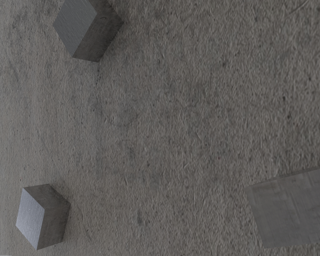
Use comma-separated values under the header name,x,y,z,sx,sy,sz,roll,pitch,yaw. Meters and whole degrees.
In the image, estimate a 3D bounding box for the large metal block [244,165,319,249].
name,x,y,z,sx,sy,sz,roll,pitch,yaw
large metal block,0.132,0.060,0.260,0.080,0.081,0.050,-25,74,37

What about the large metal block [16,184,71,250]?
name,x,y,z,sx,sy,sz,roll,pitch,yaw
large metal block,-0.214,0.159,0.566,0.080,0.050,0.079,26,106,37

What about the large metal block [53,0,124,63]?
name,x,y,z,sx,sy,sz,roll,pitch,yaw
large metal block,-0.114,-0.162,0.483,0.080,0.050,0.080,-49,61,29
